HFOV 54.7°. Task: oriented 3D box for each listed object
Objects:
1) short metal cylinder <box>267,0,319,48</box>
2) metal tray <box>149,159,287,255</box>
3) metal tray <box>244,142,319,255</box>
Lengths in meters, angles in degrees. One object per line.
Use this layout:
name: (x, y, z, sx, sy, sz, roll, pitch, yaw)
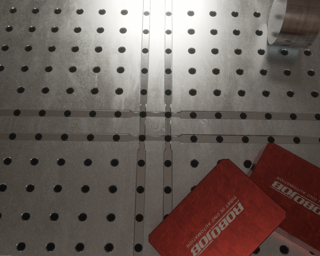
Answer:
short metal cylinder: (0.192, -0.157, 0.443, 0.050, 0.080, 0.080, 7, 70, 2)
metal tray: (0.063, 0.110, 0.351, 0.090, 0.030, 0.130, 44, 90, 16)
metal tray: (0.169, 0.088, 0.379, 0.130, 0.030, 0.090, 30, 72, 10)
